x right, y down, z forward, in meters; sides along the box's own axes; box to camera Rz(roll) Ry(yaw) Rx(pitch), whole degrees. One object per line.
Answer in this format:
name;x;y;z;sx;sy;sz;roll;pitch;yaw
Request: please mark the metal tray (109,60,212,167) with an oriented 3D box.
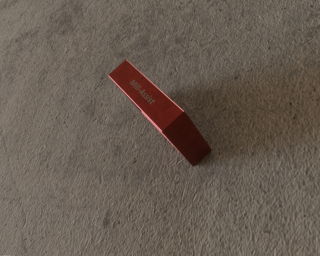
metal tray;-0.001;-0.019;0.375;0.030;0.090;0.130;-43;51;-1
